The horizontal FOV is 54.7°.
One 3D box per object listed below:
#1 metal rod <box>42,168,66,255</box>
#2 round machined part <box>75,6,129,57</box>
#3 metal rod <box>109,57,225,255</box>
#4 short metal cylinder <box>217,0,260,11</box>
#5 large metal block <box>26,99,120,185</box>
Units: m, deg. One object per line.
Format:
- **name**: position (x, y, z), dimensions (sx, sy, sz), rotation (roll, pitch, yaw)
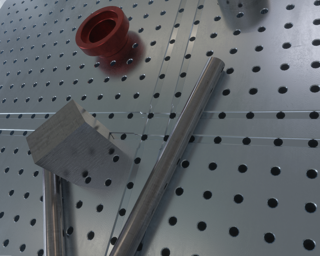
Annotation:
- **metal rod**: position (-0.128, 0.158, 0.378), dimensions (0.025, 0.025, 0.299), rotation (-26, 52, 12)
- **round machined part**: position (-0.097, -0.165, 0.549), dimensions (0.098, 0.042, 0.098), rotation (-13, 56, 21)
- **metal rod**: position (0.011, 0.039, 0.378), dimensions (0.025, 0.025, 0.300), rotation (16, 70, 34)
- **short metal cylinder**: position (0.119, -0.226, 0.469), dimensions (0.080, 0.050, 0.080), rotation (-13, 56, 21)
- **large metal block**: position (-0.116, 0.021, 0.421), dimensions (0.080, 0.080, 0.050), rotation (-40, 51, 1)
